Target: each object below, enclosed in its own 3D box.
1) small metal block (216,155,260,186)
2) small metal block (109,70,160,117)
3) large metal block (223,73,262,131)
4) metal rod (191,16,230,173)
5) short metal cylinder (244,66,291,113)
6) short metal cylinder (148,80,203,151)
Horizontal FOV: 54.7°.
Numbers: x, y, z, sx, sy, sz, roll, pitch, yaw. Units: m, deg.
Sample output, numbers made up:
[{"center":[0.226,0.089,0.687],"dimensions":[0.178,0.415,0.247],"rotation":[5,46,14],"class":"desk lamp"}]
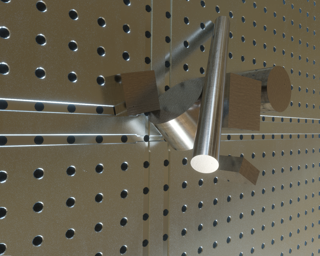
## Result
[{"center":[0.122,0.067,0.495],"dimensions":[0.050,0.050,0.025],"rotation":[37,68,-34],"class":"small metal block"},{"center":[-0.030,-0.043,0.383],"dimensions":[0.050,0.025,0.050],"rotation":[-15,100,-39],"class":"small metal block"},{"center":[0.114,-0.038,0.488],"dimensions":[0.081,0.050,0.080],"rotation":[5,87,-40],"class":"large metal block"},{"center":[0.070,-0.067,0.386],"dimensions":[0.025,0.025,0.300],"rotation":[50,35,-28],"class":"metal rod"},{"center":[0.190,-0.067,0.552],"dimensions":[0.081,0.050,0.080],"rotation":[0,90,-40],"class":"short metal cylinder"},{"center":[0.032,-0.017,0.400],"dimensions":[0.050,0.080,0.080],"rotation":[51,60,-28],"class":"short metal cylinder"}]
